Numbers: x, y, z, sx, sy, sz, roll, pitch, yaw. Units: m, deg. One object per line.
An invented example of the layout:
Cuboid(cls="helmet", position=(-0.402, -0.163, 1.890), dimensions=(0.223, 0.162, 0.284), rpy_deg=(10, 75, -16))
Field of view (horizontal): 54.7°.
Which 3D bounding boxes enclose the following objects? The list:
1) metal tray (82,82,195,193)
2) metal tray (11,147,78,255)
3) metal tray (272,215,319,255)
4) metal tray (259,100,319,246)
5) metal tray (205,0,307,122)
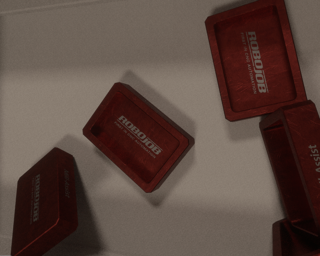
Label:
Cuboid(cls="metal tray", position=(-0.031, 0.011, 0.417), dimensions=(0.130, 0.030, 0.090), rpy_deg=(40, 102, 15))
Cuboid(cls="metal tray", position=(-0.158, 0.100, 0.424), dimensions=(0.090, 0.030, 0.130), rpy_deg=(-38, 42, 15))
Cuboid(cls="metal tray", position=(0.158, 0.108, 0.299), dimensions=(0.090, 0.130, 0.030), rpy_deg=(-29, 81, 17))
Cuboid(cls="metal tray", position=(0.144, 0.045, 0.316), dimensions=(0.030, 0.090, 0.129), rpy_deg=(-14, 80, 2))
Cuboid(cls="metal tray", position=(0.112, -0.079, 0.368), dimensions=(0.090, 0.030, 0.129), rpy_deg=(-13, 86, 19))
